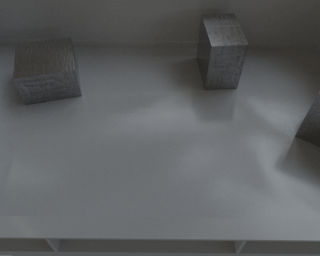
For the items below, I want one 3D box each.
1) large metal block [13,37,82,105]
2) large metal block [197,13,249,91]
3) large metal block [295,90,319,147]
[{"bbox_3d":[-0.165,-0.086,0.459,0.081,0.050,0.080,-11,51,-9],"label":"large metal block"},{"bbox_3d":[0.090,-0.114,0.467,0.050,0.080,0.080,-4,50,-3],"label":"large metal block"},{"bbox_3d":[0.228,-0.012,0.383,0.080,0.080,0.050,28,56,21],"label":"large metal block"}]
